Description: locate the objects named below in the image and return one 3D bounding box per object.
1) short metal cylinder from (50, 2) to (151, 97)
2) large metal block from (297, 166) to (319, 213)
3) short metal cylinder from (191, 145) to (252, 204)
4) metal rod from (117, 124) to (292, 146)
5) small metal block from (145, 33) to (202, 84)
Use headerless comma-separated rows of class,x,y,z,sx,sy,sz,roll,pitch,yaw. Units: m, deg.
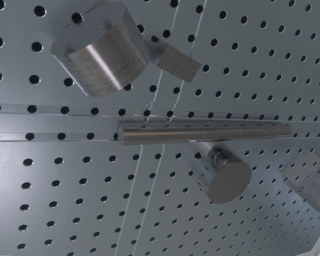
short metal cylinder,-0.056,-0.076,0.299,0.080,0.080,0.050,-37,129,-4
large metal block,0.357,0.133,0.673,0.080,0.050,0.080,-42,130,1
short metal cylinder,0.098,0.074,0.494,0.081,0.050,0.079,-14,124,-21
metal rod,0.084,0.008,0.461,0.303,0.025,0.025,-1,119,-28
small metal block,0.011,-0.079,0.352,0.050,0.050,0.025,20,107,-36
